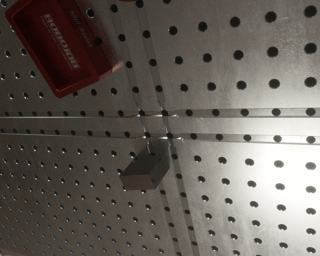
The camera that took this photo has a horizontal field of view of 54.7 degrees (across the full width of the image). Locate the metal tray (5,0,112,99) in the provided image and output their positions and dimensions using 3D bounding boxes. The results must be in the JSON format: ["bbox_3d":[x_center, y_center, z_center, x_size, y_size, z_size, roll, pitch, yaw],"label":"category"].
[{"bbox_3d":[-0.133,-0.112,0.406,0.090,0.030,0.130,-16,110,34],"label":"metal tray"}]

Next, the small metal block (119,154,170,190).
[{"bbox_3d":[-0.021,0.063,0.444,0.050,0.050,0.025,-9,114,31],"label":"small metal block"}]
